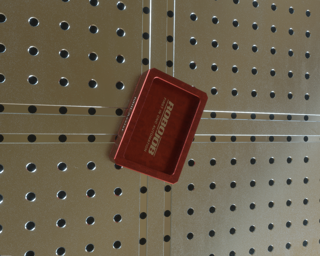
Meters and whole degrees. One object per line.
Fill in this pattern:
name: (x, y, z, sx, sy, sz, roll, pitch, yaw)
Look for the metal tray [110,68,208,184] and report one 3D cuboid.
metal tray: (0.000, -0.002, 0.409, 0.090, 0.030, 0.130, 23, 83, -19)
